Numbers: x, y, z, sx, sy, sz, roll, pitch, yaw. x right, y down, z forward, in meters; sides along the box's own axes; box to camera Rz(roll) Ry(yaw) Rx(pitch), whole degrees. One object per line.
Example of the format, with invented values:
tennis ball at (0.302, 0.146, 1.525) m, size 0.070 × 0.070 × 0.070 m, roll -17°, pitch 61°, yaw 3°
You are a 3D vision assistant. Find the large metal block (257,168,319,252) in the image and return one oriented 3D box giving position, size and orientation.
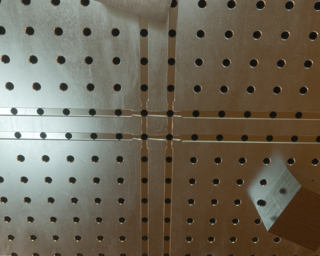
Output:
large metal block at (0.202, 0.117, 0.445) m, size 0.080 × 0.050 × 0.080 m, roll 25°, pitch 108°, yaw -9°

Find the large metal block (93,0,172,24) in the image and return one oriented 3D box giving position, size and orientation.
large metal block at (-0.026, -0.149, 0.329) m, size 0.080 × 0.080 × 0.050 m, roll 16°, pitch 109°, yaw -6°
